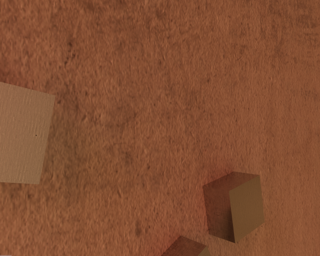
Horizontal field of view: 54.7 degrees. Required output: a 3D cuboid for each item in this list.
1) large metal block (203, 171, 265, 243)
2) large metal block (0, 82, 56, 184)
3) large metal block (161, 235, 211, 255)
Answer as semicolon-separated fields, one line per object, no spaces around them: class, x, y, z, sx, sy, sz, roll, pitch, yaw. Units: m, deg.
large metal block;0.118;0.121;0.491;0.081;0.050;0.079;-14;99;-39
large metal block;-0.146;0.003;0.267;0.081;0.050;0.080;13;82;-40
large metal block;0.033;0.210;0.419;0.081;0.050;0.080;-35;112;-35
